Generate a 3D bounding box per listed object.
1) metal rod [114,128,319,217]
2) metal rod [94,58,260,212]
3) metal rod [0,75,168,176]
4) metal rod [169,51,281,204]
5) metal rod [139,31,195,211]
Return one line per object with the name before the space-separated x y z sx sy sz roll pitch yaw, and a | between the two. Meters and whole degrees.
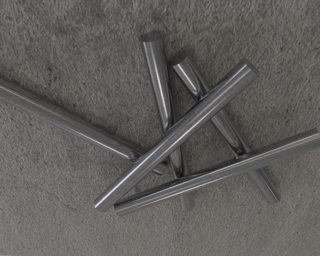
metal rod | 0.067 0.068 0.430 0.300 0.025 0.025 -24 126 18
metal rod | 0.003 0.027 0.395 0.025 0.025 0.299 31 124 -24
metal rod | -0.118 -0.008 0.398 0.301 0.025 0.025 29 124 -23
metal rod | 0.102 0.018 0.423 0.025 0.025 0.300 -27 126 21
metal rod | 0.018 0.016 0.420 0.025 0.025 0.298 -8 130 7
